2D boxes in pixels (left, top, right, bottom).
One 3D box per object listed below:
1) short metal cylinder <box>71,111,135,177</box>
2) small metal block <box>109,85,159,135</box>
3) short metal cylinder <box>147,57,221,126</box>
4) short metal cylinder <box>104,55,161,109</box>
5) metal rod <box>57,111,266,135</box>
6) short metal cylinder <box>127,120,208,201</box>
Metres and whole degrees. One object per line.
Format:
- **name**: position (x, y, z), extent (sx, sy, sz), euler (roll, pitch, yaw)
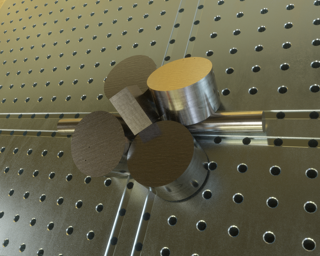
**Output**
- **short metal cylinder**: position (-0.064, 0.022, 0.392), extent (0.080, 0.050, 0.080), euler (-5, 80, 26)
- **small metal block**: position (-0.029, -0.023, 0.371), extent (0.025, 0.050, 0.050), euler (-34, 93, 13)
- **short metal cylinder**: position (0.030, -0.046, 0.383), extent (0.080, 0.050, 0.080), euler (-14, 34, 10)
- **short metal cylinder**: position (-0.031, -0.056, 0.438), extent (0.080, 0.050, 0.080), euler (-13, 56, 21)
- **metal rod**: position (-0.018, -0.004, 0.415), extent (0.300, 0.025, 0.025), euler (-1, 61, 27)
- **short metal cylinder**: position (0.010, 0.038, 0.359), extent (0.080, 0.050, 0.080), euler (-13, 56, 21)
